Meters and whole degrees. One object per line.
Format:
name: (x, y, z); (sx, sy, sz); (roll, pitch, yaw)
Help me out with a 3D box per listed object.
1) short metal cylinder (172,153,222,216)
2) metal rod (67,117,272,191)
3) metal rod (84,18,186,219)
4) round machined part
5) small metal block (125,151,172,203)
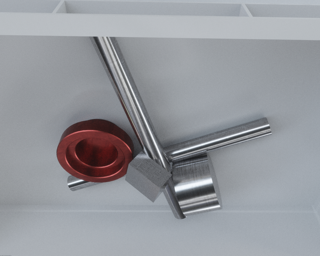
short metal cylinder: (0.054, 0.080, 0.440); (0.050, 0.080, 0.080); (-15, 129, 12)
metal rod: (0.004, 0.041, 0.443); (0.301, 0.025, 0.025); (-18, 128, 14)
metal rod: (-0.016, 0.011, 0.393); (0.025, 0.025, 0.299); (-15, 122, 12)
round machined part: (-0.084, 0.026, 0.418); (0.099, 0.042, 0.097); (-1, 130, 0)
small metal block: (-0.017, 0.065, 0.409); (0.050, 0.025, 0.050); (36, 147, 12)
